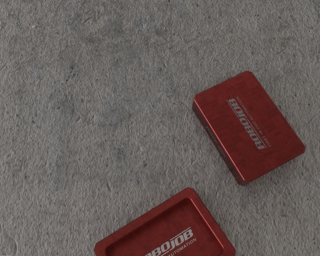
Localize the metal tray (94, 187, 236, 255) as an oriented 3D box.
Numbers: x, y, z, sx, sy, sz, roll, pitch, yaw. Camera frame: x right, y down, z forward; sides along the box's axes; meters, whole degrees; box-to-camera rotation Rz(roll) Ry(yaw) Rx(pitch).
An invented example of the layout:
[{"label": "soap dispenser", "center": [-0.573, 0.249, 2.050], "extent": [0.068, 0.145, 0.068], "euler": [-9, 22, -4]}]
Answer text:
[{"label": "metal tray", "center": [0.005, 0.138, 0.345], "extent": [0.131, 0.030, 0.090], "euler": [-29, 62, -11]}]

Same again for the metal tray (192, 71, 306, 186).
[{"label": "metal tray", "center": [0.112, -0.002, 0.407], "extent": [0.090, 0.030, 0.130], "euler": [-26, 72, -9]}]
